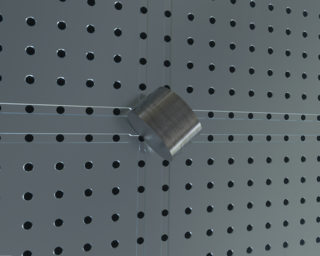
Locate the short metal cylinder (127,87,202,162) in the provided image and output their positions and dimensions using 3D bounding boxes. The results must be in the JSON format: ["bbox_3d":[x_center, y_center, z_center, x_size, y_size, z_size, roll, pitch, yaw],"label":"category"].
[{"bbox_3d":[0.005,-0.005,0.386,0.050,0.080,0.080,-42,104,-15],"label":"short metal cylinder"}]
